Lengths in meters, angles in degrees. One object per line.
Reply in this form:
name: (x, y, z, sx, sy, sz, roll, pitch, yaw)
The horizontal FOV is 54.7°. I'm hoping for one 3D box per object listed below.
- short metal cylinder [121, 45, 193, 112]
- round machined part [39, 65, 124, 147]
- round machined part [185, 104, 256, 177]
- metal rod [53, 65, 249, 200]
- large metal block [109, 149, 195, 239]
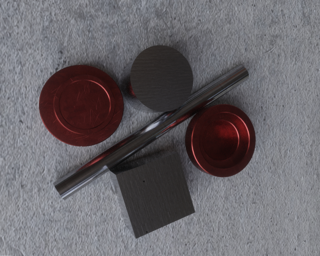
short metal cylinder: (-0.005, -0.059, 0.394, 0.081, 0.050, 0.079, 0, 90, -20)
round machined part: (-0.091, -0.026, 0.367, 0.099, 0.042, 0.097, 0, 90, -20)
round machined part: (0.079, 0.017, 0.430, 0.099, 0.042, 0.097, 0, 90, -20)
metal rod: (0.001, -0.003, 0.411, 0.302, 0.025, 0.025, -33, 101, -17)
large metal block: (-0.012, 0.079, 0.393, 0.081, 0.050, 0.080, -18, 96, -19)
